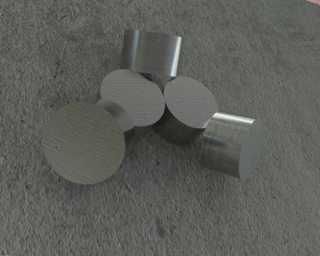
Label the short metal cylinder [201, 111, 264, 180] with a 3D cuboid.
[{"bbox_3d":[0.095,0.021,0.400,0.050,0.080,0.080,15,41,33],"label":"short metal cylinder"}]

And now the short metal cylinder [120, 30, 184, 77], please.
[{"bbox_3d":[-0.011,-0.100,0.417,0.081,0.080,0.050,2,104,-28],"label":"short metal cylinder"}]

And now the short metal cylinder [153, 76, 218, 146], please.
[{"bbox_3d":[0.031,-0.023,0.419,0.081,0.050,0.080,14,56,-21],"label":"short metal cylinder"}]

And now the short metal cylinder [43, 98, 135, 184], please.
[{"bbox_3d":[-0.070,0.011,0.317,0.080,0.080,0.050,40,11,-2],"label":"short metal cylinder"}]

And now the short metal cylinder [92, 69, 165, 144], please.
[{"bbox_3d":[-0.041,-0.025,0.382,0.081,0.050,0.080,14,56,-21],"label":"short metal cylinder"}]
